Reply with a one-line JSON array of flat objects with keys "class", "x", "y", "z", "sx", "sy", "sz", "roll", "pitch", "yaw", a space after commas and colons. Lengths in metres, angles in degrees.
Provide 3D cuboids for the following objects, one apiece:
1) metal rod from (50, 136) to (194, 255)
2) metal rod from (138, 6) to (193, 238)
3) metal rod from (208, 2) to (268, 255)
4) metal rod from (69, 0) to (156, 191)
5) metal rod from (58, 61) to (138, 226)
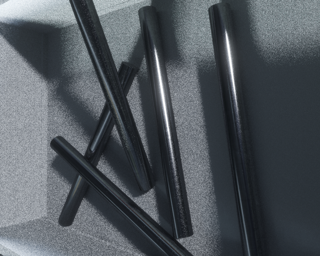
[{"class": "metal rod", "x": -0.062, "y": 0.096, "z": 0.431, "sx": 0.300, "sy": 0.025, "sz": 0.025, "roll": 34, "pitch": 111, "yaw": 31}, {"class": "metal rod", "x": 0.006, "y": -0.013, "z": 0.402, "sx": 0.025, "sy": 0.025, "sz": 0.298, "roll": -15, "pitch": 81, "yaw": 39}, {"class": "metal rod", "x": 0.085, "y": 0.011, "z": 0.336, "sx": 0.025, "sy": 0.025, "sz": 0.298, "roll": -12, "pitch": 83, "yaw": 39}, {"class": "metal rod", "x": -0.061, "y": -0.056, "z": 0.378, "sx": 0.025, "sy": 0.025, "sz": 0.298, "roll": -2, "pitch": 114, "yaw": 40}, {"class": "metal rod", "x": -0.104, "y": 0.036, "z": 0.492, "sx": 0.025, "sy": 0.025, "sz": 0.298, "roll": 40, "pitch": 114, "yaw": 33}]
